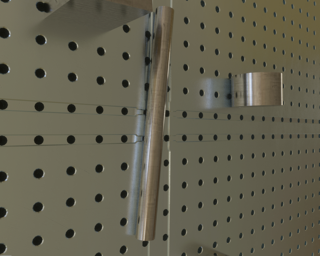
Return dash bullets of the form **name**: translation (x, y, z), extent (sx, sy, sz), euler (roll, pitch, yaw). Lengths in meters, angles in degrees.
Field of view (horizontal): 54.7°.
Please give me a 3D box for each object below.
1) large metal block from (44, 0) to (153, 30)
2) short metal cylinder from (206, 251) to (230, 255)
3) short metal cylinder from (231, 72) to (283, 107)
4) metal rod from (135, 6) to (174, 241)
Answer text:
- **large metal block**: translation (-0.065, -0.141, 0.318), extent (0.081, 0.080, 0.050), euler (-4, 93, -40)
- **short metal cylinder**: translation (0.100, 0.238, 0.477), extent (0.081, 0.050, 0.080), euler (0, 90, -40)
- **short metal cylinder**: translation (0.157, -0.060, 0.505), extent (0.081, 0.080, 0.050), euler (-3, 92, -40)
- **metal rod**: translation (-0.006, -0.009, 0.403), extent (0.025, 0.025, 0.298), euler (8, 85, -40)
